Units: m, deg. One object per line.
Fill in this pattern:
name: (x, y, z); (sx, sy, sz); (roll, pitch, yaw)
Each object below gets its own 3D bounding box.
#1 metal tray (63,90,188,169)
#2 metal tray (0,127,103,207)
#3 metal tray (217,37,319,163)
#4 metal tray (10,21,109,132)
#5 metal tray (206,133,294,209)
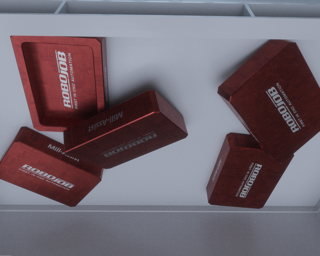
metal tray: (-0.042, 0.008, 0.389); (0.130, 0.030, 0.090); (-23, 151, 18)
metal tray: (-0.162, 0.062, 0.457); (0.131, 0.030, 0.090); (30, 124, -24)
metal tray: (0.139, -0.028, 0.363); (0.090, 0.030, 0.130); (-43, 121, 5)
metal tray: (-0.108, -0.052, 0.359); (0.091, 0.030, 0.129); (3, 130, -3)
metal tray: (0.129, 0.068, 0.465); (0.091, 0.030, 0.129); (6, 130, -6)
